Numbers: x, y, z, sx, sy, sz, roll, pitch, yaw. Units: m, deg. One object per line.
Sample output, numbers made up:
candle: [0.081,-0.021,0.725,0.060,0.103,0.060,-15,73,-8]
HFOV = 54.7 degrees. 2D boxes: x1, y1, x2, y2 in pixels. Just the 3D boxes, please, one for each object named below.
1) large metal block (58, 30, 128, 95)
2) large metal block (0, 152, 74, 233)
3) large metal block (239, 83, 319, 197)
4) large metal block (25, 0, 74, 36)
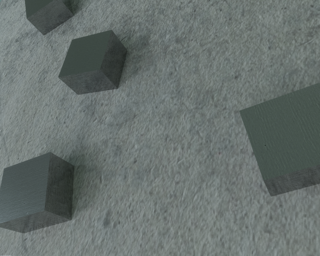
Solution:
large metal block: [-0.108,-0.106,0.507,0.080,0.050,0.080,-5,60,25]
large metal block: [-0.167,0.089,0.419,0.080,0.050,0.080,-19,54,16]
large metal block: [0.134,0.013,0.309,0.080,0.050,0.080,-20,54,16]
large metal block: [-0.240,-0.261,0.671,0.080,0.050,0.080,-30,52,9]
